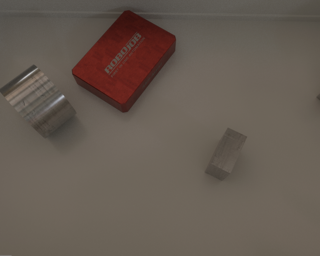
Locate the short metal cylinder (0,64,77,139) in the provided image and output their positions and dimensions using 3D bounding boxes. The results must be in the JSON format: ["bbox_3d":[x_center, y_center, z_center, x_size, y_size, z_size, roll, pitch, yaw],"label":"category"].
[{"bbox_3d":[-0.152,-0.033,0.391,0.050,0.080,0.080,-42,76,-14],"label":"short metal cylinder"}]

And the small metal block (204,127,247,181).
[{"bbox_3d":[0.081,0.034,0.385,0.025,0.050,0.050,27,72,9],"label":"small metal block"}]

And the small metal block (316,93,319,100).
[{"bbox_3d":[0.244,-0.055,0.413,0.050,0.050,0.025,-41,75,4],"label":"small metal block"}]

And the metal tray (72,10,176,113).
[{"bbox_3d":[-0.048,-0.097,0.442,0.090,0.030,0.130,32,73,11],"label":"metal tray"}]
